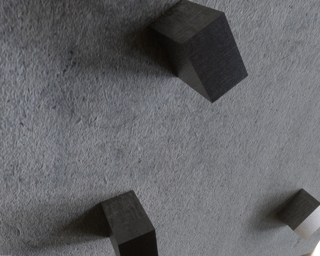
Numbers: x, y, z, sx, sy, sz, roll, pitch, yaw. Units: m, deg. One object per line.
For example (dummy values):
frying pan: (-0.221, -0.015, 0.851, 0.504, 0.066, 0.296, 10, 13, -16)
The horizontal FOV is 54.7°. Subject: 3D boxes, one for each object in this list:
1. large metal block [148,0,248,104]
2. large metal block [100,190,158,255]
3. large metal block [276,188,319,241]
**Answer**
large metal block: (0.041, -0.086, 0.340, 0.050, 0.080, 0.080, -38, 129, -3)
large metal block: (-0.043, 0.151, 0.441, 0.050, 0.080, 0.079, -17, 126, -19)
large metal block: (0.317, 0.191, 0.682, 0.080, 0.050, 0.080, -47, 129, 5)
